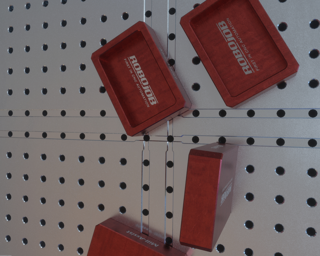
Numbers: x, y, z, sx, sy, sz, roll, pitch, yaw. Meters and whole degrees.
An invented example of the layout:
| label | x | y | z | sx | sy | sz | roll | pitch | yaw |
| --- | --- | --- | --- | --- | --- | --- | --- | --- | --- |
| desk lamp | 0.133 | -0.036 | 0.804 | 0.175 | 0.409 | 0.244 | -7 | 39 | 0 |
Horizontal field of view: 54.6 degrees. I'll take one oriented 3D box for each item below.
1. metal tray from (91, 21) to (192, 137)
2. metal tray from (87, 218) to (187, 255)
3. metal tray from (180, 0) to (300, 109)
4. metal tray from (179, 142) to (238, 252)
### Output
| label | x | y | z | sx | sy | sz | roll | pitch | yaw |
| --- | --- | --- | --- | --- | --- | --- | --- | --- | --- |
| metal tray | -0.027 | -0.064 | 0.419 | 0.090 | 0.030 | 0.130 | -29 | 81 | 17 |
| metal tray | -0.037 | 0.192 | 0.423 | 0.130 | 0.030 | 0.090 | 19 | 96 | 19 |
| metal tray | 0.094 | -0.100 | 0.376 | 0.090 | 0.030 | 0.130 | -30 | 80 | 17 |
| metal tray | 0.058 | 0.065 | 0.337 | 0.030 | 0.130 | 0.090 | 7 | 93 | 20 |
